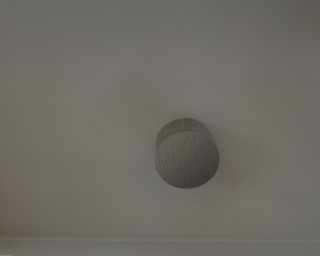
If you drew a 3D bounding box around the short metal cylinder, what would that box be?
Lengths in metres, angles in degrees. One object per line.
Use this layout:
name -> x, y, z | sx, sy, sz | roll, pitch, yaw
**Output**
short metal cylinder -> 0.034, 0.033, 0.410 | 0.080, 0.050, 0.079 | 0, 110, 0
